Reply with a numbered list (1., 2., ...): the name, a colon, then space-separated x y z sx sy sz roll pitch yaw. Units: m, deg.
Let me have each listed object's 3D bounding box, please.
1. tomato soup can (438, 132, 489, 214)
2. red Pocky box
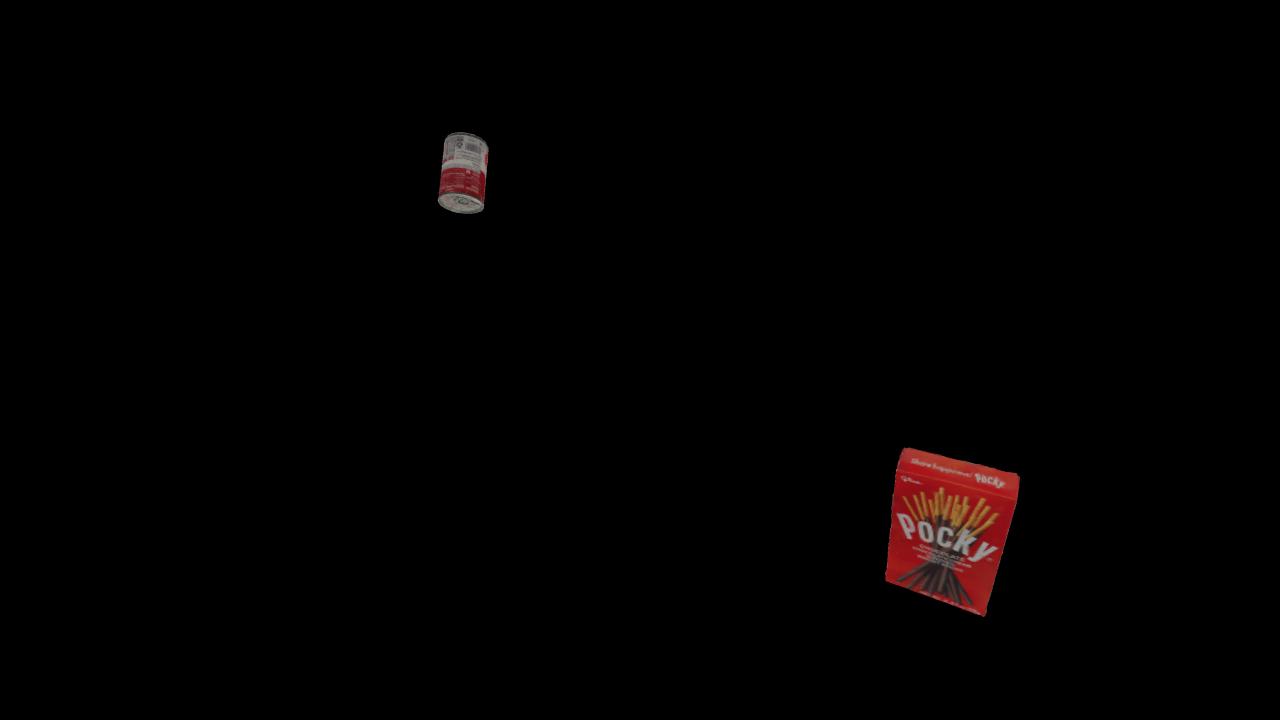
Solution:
1. tomato soup can: -0.268 -0.283 0.933 0.068 0.101 0.068 1 -12 0
2. red Pocky box: 0.247 0.142 0.500 0.083 0.155 0.028 13 43 31
